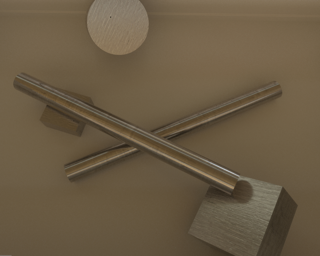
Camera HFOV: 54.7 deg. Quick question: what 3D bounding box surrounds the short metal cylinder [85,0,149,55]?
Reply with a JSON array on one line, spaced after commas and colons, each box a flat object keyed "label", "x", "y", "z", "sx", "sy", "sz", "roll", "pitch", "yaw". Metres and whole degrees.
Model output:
[{"label": "short metal cylinder", "x": -0.060, "y": -0.144, "z": 0.427, "sx": 0.081, "sy": 0.050, "sz": 0.079, "roll": -6, "pitch": 111, "yaw": -15}]

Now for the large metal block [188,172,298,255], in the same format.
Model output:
[{"label": "large metal block", "x": 0.091, "y": 0.100, "z": 0.340, "sx": 0.080, "sy": 0.050, "sz": 0.080, "roll": 9, "pitch": 63, "yaw": 46}]

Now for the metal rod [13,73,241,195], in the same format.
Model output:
[{"label": "metal rod", "x": -0.051, "y": -0.001, "z": 0.368, "sx": 0.301, "sy": 0.025, "sz": 0.025, "roll": 25, "pitch": 72, "yaw": 15}]

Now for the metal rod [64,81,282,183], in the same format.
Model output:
[{"label": "metal rod", "x": 0.024, "y": 0.001, "z": 0.409, "sx": 0.302, "sy": 0.025, "sz": 0.025, "roll": -22, "pitch": 72, "yaw": -8}]

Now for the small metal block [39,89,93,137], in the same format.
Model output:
[{"label": "small metal block", "x": -0.124, "y": -0.021, "z": 0.416, "sx": 0.050, "sy": 0.025, "sz": 0.050, "roll": 17, "pitch": 71, "yaw": 5}]
